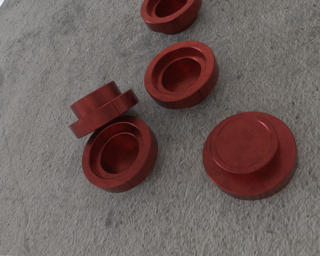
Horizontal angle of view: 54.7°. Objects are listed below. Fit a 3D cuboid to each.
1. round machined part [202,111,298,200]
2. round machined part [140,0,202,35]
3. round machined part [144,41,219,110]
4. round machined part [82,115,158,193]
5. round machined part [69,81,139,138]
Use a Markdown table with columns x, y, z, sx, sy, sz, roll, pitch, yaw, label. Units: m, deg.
| x | y | z | sx | sy | sz | roll | pitch | yaw | label |
| --- | --- | --- | --- | --- | --- | --- | --- | --- | --- |
| 0.092 | 0.023 | 0.330 | 0.098 | 0.042 | 0.098 | -13 | 56 | 21 | round machined part |
| 0.022 | -0.190 | 0.498 | 0.098 | 0.042 | 0.098 | -13 | 56 | 21 | round machined part |
| 0.032 | -0.066 | 0.417 | 0.098 | 0.042 | 0.098 | -13 | 56 | 21 | round machined part |
| -0.046 | 0.036 | 0.395 | 0.098 | 0.042 | 0.098 | -13 | 56 | 21 | round machined part |
| -0.081 | -0.029 | 0.419 | 0.098 | 0.042 | 0.098 | -30 | 10 | 6 | round machined part |
